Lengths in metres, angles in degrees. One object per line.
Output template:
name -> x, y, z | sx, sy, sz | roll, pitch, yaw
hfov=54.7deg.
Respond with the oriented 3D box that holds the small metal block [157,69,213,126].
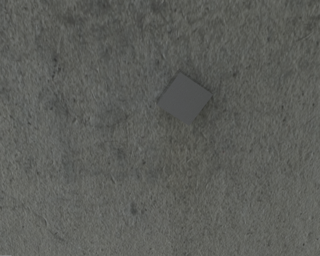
small metal block -> 0.031, -0.039, 0.396 | 0.050, 0.025, 0.050 | 32, 107, -12
